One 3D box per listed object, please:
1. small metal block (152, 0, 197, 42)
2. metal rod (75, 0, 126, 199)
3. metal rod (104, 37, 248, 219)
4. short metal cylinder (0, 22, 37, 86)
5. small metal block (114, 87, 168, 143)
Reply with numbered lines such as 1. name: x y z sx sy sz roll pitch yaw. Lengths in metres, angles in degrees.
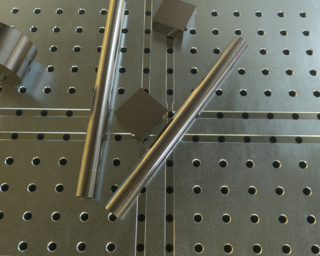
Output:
1. small metal block: 0.022 -0.167 0.473 0.050 0.025 0.050 23 72 8
2. metal rod: -0.078 -0.055 0.430 0.025 0.025 0.299 5 70 2
3. metal rod: 0.030 -0.012 0.415 0.025 0.025 0.300 34 73 11
4. short metal cylinder: -0.216 -0.100 0.417 0.080 0.080 0.050 16 71 5
5. small metal block: -0.024 -0.017 0.418 0.050 0.025 0.050 42 75 13
